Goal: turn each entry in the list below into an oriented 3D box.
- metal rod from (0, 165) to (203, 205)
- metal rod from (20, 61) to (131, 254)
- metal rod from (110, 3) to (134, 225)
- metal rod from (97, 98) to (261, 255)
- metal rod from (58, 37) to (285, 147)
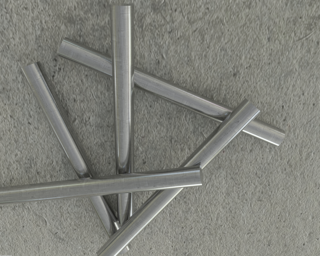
[{"bbox_3d":[-0.095,0.078,0.407,0.301,0.025,0.025,-8,111,13],"label":"metal rod"},{"bbox_3d":[-0.108,0.054,0.428,0.025,0.025,0.298,-19,109,6],"label":"metal rod"},{"bbox_3d":[-0.045,0.003,0.391,0.025,0.025,0.298,2,117,-1],"label":"metal rod"},{"bbox_3d":[0.016,0.079,0.411,0.025,0.025,0.299,38,105,-13],"label":"metal rod"},{"bbox_3d":[0.022,-0.042,0.394,0.302,0.025,0.025,22,109,-9],"label":"metal rod"}]
